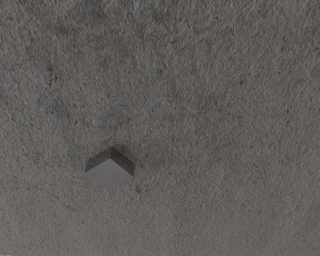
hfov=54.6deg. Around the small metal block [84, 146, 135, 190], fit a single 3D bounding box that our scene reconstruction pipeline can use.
[{"bbox_3d":[-0.073,0.060,0.457,0.050,0.025,0.050,-30,124,23],"label":"small metal block"}]
